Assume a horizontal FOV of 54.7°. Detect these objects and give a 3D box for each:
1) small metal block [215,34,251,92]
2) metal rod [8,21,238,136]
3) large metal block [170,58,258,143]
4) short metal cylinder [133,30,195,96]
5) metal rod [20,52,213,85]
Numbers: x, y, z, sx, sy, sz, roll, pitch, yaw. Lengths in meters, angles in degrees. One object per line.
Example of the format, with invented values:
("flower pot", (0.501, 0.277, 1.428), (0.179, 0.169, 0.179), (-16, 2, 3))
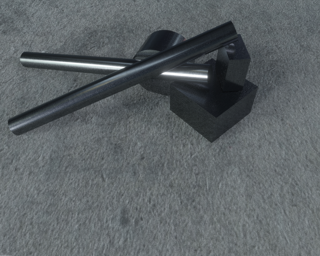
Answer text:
("small metal block", (0.090, -0.082, 0.390), (0.025, 0.050, 0.050), (-4, 51, -3))
("metal rod", (-0.051, -0.058, 0.384), (0.301, 0.025, 0.025), (-22, 51, 8))
("large metal block", (0.070, -0.039, 0.421), (0.080, 0.050, 0.080), (-35, 58, -25))
("short metal cylinder", (0.005, -0.093, 0.449), (0.080, 0.080, 0.050), (16, 52, 13))
("metal rod", (-0.076, -0.088, 0.441), (0.301, 0.025, 0.025), (9, 50, 22))
